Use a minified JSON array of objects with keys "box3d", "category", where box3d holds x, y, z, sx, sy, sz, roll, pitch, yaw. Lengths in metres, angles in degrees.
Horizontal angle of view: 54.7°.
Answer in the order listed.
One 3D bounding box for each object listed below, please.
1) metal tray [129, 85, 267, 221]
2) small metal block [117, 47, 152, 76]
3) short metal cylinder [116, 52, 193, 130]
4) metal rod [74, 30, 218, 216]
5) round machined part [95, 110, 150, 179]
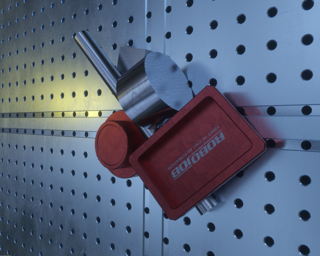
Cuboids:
[{"box3d":[0.039,0.028,0.345,0.130,0.030,0.090,-42,71,14],"category":"metal tray"},{"box3d":[-0.034,-0.085,0.436,0.050,0.025,0.050,17,101,38],"category":"small metal block"},{"box3d":[-0.006,-0.045,0.376,0.050,0.081,0.080,-31,71,35],"category":"short metal cylinder"},{"box3d":[-0.027,-0.018,0.408,0.025,0.025,0.299,-47,70,29],"category":"metal rod"},{"box3d":[-0.055,0.023,0.440,0.098,0.042,0.097,0,90,39],"category":"round machined part"}]
